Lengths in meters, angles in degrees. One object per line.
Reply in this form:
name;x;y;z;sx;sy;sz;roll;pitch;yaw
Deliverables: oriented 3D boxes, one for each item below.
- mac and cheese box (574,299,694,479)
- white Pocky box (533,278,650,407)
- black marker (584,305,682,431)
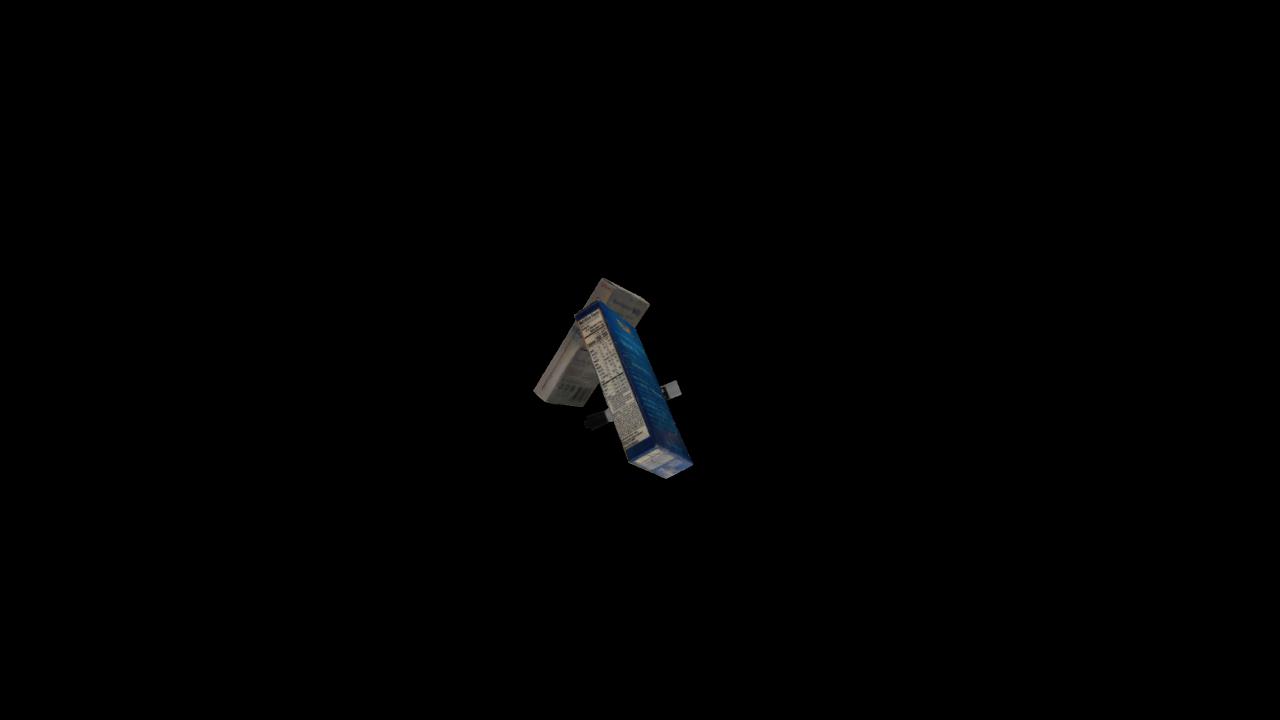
mac and cheese box;-0.008;0.031;0.658;0.041;0.184;0.093;-32;-31;15
white Pocky box;-0.055;-0.016;0.717;0.028;0.154;0.084;37;10;28
black marker;-0.010;0.055;0.729;0.121;0.020;0.020;-22;-1;3
